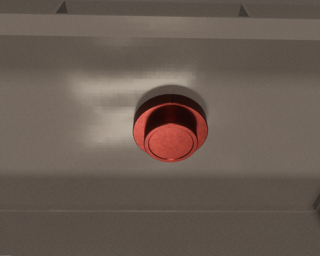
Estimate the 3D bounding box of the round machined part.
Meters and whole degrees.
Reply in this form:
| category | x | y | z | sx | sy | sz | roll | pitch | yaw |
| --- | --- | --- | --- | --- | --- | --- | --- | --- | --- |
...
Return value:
| category | x | y | z | sx | sy | sz | roll | pitch | yaw |
| --- | --- | --- | --- | --- | --- | --- | --- | --- | --- |
| round machined part | 0.014 | 0.007 | 0.404 | 0.099 | 0.042 | 0.097 | -1 | 130 | 0 |
